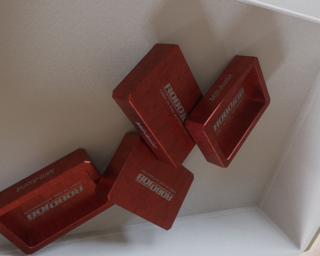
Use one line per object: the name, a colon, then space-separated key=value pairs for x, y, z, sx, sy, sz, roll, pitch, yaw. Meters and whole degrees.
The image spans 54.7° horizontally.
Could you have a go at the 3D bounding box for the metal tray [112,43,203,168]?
metal tray: x=0.011 y=-0.025 z=0.376 sx=0.090 sy=0.030 sz=0.130 roll=-52 pitch=133 yaw=-21

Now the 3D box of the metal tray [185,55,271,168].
metal tray: x=0.096 y=-0.023 z=0.416 sx=0.130 sy=0.030 sz=0.090 roll=-51 pitch=133 yaw=-19

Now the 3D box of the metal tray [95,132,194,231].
metal tray: x=-0.014 y=0.075 z=0.422 sx=0.130 sy=0.030 sz=0.090 roll=41 pitch=69 yaw=-39

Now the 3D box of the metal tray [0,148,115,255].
metal tray: x=-0.133 y=0.094 z=0.391 sx=0.131 sy=0.030 sz=0.090 roll=-30 pitch=129 yaw=-10
